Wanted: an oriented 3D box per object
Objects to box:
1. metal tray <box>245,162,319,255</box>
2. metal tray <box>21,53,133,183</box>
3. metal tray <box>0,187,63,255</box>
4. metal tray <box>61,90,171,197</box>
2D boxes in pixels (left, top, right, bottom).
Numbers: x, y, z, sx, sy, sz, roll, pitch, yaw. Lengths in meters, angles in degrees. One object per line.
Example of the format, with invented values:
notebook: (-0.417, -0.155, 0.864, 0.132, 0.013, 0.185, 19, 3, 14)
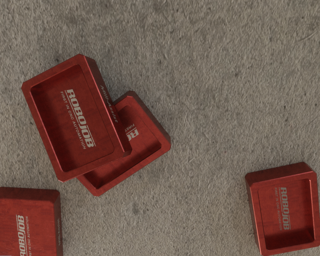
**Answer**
metal tray: (0.181, 0.120, 0.452, 0.090, 0.030, 0.129, -13, 110, 4)
metal tray: (-0.100, -0.011, 0.374, 0.090, 0.030, 0.129, -24, 87, 12)
metal tray: (-0.196, 0.153, 0.462, 0.091, 0.030, 0.129, 3, 110, -2)
metal tray: (-0.062, 0.023, 0.414, 0.130, 0.030, 0.090, -34, 107, 11)
